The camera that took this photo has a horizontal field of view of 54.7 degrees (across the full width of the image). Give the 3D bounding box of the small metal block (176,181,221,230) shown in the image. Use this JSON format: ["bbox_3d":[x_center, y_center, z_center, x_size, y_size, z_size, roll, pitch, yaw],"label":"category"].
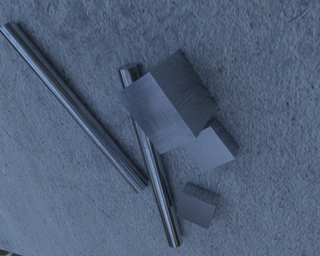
[{"bbox_3d":[0.055,0.112,0.446,0.050,0.025,0.050,19,126,16],"label":"small metal block"}]

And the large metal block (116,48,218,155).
[{"bbox_3d":[0.012,-0.031,0.345,0.050,0.080,0.080,-28,103,37],"label":"large metal block"}]

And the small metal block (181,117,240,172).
[{"bbox_3d":[0.062,0.021,0.387,0.050,0.025,0.050,-31,101,37],"label":"small metal block"}]

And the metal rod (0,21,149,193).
[{"bbox_3d":[-0.119,-0.024,0.452,0.025,0.025,0.300,-31,101,38],"label":"metal rod"}]

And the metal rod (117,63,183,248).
[{"bbox_3d":[-0.008,0.055,0.443,0.025,0.025,0.298,0,119,28],"label":"metal rod"}]
